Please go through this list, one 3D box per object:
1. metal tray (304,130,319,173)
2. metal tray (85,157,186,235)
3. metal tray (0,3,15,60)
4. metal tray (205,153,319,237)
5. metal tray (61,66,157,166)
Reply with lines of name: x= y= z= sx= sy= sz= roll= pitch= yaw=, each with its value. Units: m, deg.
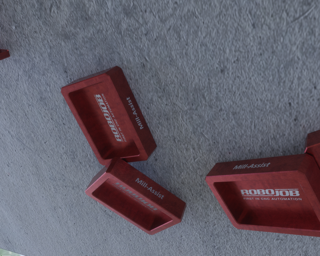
metal tray: x=0.225 y=0.028 z=0.302 sx=0.130 sy=0.030 sz=0.090 roll=-27 pitch=104 yaw=37
metal tray: x=-0.038 y=0.106 z=0.467 sx=0.130 sy=0.030 sz=0.090 roll=36 pitch=136 yaw=-11
metal tray: x=-0.263 y=-0.151 z=0.424 sx=0.030 sy=0.090 sz=0.129 roll=11 pitch=125 yaw=24
metal tray: x=0.127 y=0.080 z=0.365 sx=0.130 sy=0.030 sz=0.090 roll=-15 pitch=112 yaw=49
metal tray: x=-0.070 y=-0.012 z=0.433 sx=0.090 sy=0.030 sz=0.129 roll=-11 pitch=113 yaw=32
